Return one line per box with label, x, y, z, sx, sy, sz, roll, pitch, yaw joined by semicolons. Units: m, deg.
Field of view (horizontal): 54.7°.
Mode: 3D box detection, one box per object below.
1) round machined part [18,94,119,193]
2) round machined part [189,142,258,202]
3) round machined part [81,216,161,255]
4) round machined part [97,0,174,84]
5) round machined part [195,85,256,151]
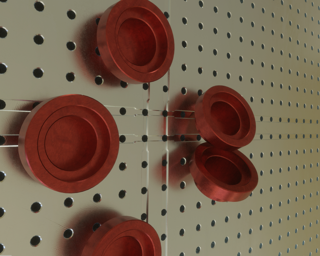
round machined part;-0.095;0.015;0.320;0.099;0.042;0.097;0;90;-40
round machined part;0.088;0.068;0.452;0.099;0.098;0.042;-14;140;-39
round machined part;-0.049;0.151;0.359;0.099;0.042;0.097;0;90;-40
round machined part;-0.032;-0.101;0.372;0.099;0.042;0.097;0;90;-40
round machined part;0.092;-0.011;0.463;0.099;0.042;0.098;14;61;-26
